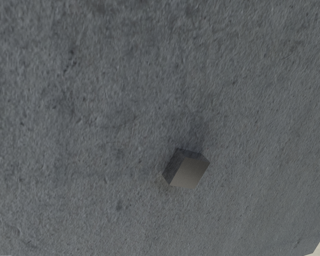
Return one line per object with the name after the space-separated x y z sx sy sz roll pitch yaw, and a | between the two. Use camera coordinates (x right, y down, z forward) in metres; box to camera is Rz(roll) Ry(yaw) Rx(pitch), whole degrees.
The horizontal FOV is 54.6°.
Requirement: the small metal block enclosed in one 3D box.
0.039 0.061 0.465 0.050 0.025 0.050 16 110 -35 | small metal block
